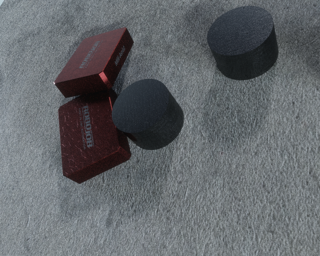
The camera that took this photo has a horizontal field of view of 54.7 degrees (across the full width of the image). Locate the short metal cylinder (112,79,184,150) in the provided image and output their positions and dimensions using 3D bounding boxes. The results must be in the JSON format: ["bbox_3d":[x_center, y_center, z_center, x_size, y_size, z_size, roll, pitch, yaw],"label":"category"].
[{"bbox_3d":[-0.015,-0.017,0.407,0.080,0.050,0.080,-13,56,21],"label":"short metal cylinder"}]

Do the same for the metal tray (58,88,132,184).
[{"bbox_3d":[-0.099,0.004,0.450,0.090,0.030,0.130,-27,52,11],"label":"metal tray"}]

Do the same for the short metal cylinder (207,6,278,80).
[{"bbox_3d":[0.107,-0.109,0.398,0.080,0.050,0.080,-13,56,21],"label":"short metal cylinder"}]

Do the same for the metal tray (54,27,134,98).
[{"bbox_3d":[-0.103,-0.108,0.500,0.090,0.030,0.130,-7,44,24],"label":"metal tray"}]
